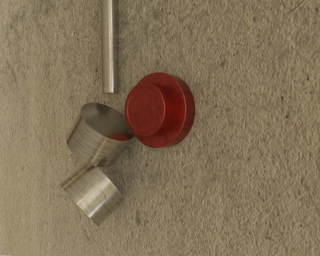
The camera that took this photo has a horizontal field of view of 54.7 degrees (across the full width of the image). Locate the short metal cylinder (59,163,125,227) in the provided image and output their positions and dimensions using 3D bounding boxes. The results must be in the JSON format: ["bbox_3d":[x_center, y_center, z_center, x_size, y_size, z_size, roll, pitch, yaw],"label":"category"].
[{"bbox_3d":[-0.095,0.092,0.438,0.080,0.050,0.080,40,159,19],"label":"short metal cylinder"}]

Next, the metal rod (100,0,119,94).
[{"bbox_3d":[-0.077,-0.201,0.465,0.025,0.025,0.298,-2,89,39],"label":"metal rod"}]

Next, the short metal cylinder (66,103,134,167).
[{"bbox_3d":[-0.083,0.009,0.436,0.080,0.081,0.050,49,119,28],"label":"short metal cylinder"}]

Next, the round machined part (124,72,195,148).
[{"bbox_3d":[-0.008,-0.023,0.398,0.098,0.042,0.097,0,90,39],"label":"round machined part"}]
